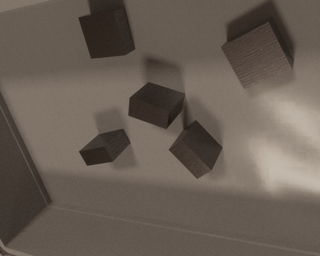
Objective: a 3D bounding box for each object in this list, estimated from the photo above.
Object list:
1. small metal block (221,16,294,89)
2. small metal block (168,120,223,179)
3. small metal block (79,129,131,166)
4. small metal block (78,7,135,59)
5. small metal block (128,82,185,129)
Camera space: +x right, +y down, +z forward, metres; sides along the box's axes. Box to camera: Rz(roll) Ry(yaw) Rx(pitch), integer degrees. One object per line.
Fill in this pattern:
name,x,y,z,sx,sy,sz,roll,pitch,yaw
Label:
small metal block,0.098,-0.074,0.311,0.050,0.025,0.050,-23,106,36
small metal block,0.045,0.026,0.384,0.050,0.050,0.025,46,129,-4
small metal block,-0.079,0.028,0.450,0.050,0.050,0.025,-12,112,33
small metal block,-0.063,-0.113,0.370,0.050,0.025,0.050,1,119,27
small metal block,-0.003,-0.029,0.375,0.050,0.050,0.025,20,126,16
